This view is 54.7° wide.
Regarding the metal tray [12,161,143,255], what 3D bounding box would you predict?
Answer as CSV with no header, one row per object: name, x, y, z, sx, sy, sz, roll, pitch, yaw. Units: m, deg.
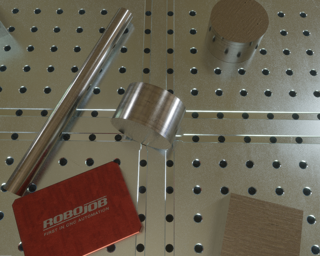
metal tray,-0.096,0.106,0.370,0.131,0.030,0.090,-21,72,-8

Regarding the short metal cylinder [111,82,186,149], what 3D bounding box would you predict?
short metal cylinder,-0.014,-0.014,0.387,0.080,0.080,0.050,21,72,7

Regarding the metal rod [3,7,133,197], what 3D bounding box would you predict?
metal rod,-0.117,-0.048,0.428,0.025,0.025,0.300,24,72,8

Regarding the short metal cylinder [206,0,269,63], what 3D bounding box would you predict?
short metal cylinder,0.110,-0.143,0.451,0.081,0.050,0.080,0,70,0

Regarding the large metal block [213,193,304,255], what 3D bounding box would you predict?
large metal block,0.109,0.126,0.353,0.080,0.050,0.080,13,71,5

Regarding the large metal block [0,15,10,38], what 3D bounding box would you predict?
large metal block,-0.286,-0.167,0.457,0.080,0.050,0.080,-29,73,-10
